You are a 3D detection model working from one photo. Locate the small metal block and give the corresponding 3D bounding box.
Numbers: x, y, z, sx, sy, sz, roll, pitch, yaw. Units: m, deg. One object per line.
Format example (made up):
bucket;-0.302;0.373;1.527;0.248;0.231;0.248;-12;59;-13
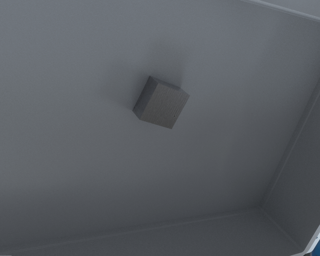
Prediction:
small metal block;0.001;-0.031;0.389;0.050;0.025;0.050;16;110;-35
